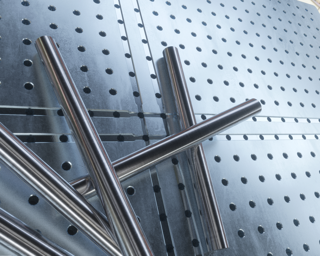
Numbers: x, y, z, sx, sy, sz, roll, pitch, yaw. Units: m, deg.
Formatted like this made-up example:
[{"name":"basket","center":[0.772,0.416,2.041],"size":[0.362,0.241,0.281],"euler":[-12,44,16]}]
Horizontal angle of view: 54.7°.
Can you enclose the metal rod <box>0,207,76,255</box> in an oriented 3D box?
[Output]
[{"name":"metal rod","center":[-0.067,0.142,0.286],"size":[0.301,0.025,0.025],"euler":[35,51,-5]}]

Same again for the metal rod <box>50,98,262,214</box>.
[{"name":"metal rod","center":[0.016,0.021,0.379],"size":[0.302,0.025,0.025],"euler":[-23,75,-29]}]

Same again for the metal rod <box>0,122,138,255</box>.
[{"name":"metal rod","center":[-0.056,0.097,0.294],"size":[0.300,0.025,0.025],"euler":[44,50,-8]}]

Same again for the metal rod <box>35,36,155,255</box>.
[{"name":"metal rod","center":[-0.079,0.008,0.330],"size":[0.025,0.025,0.299],"euler":[-11,58,-33]}]

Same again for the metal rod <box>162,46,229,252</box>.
[{"name":"metal rod","center":[0.042,0.010,0.426],"size":[0.025,0.025,0.299],"euler":[3,60,-27]}]
